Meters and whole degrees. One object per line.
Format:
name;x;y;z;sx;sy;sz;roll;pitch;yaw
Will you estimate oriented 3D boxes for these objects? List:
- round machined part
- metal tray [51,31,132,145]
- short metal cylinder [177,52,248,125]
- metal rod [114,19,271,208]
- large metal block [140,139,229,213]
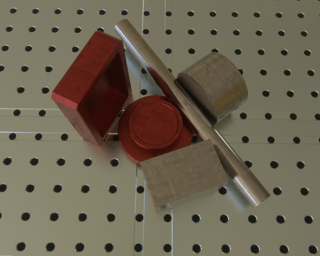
round machined part;-0.006;0.001;0.402;0.099;0.042;0.098;0;70;-1
metal tray;-0.073;-0.040;0.370;0.030;0.130;0.090;26;72;9
short metal cylinder;0.066;-0.050;0.400;0.050;0.080;0.080;-35;74;-12
metal rod;0.032;-0.030;0.401;0.025;0.025;0.299;-34;74;-12
large metal block;0.025;0.059;0.361;0.081;0.080;0.050;-18;71;-7
